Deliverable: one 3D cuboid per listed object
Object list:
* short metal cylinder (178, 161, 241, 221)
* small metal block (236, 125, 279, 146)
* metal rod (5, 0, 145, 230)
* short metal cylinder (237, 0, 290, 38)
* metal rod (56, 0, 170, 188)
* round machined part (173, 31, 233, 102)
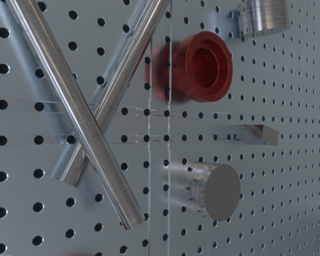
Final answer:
[{"bbox_3d":[0.073,0.091,0.454,0.081,0.050,0.080,0,90,-40],"label":"short metal cylinder"},{"bbox_3d":[0.168,0.012,0.533,0.050,0.050,0.025,18,79,-39],"label":"small metal block"},{"bbox_3d":[-0.089,-0.031,0.309,0.025,0.025,0.299,-32,103,-35],"label":"metal rod"},{"bbox_3d":[0.171,-0.183,0.516,0.081,0.080,0.050,-13,99,-39],"label":"short metal cylinder"},{"bbox_3d":[-0.042,-0.072,0.373,0.025,0.025,0.300,36,68,-34],"label":"metal rod"},{"bbox_3d":[0.058,-0.085,0.446,0.099,0.042,0.097,0,90,-40],"label":"round machined part"}]
